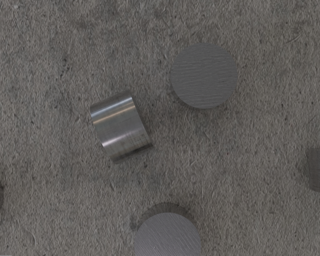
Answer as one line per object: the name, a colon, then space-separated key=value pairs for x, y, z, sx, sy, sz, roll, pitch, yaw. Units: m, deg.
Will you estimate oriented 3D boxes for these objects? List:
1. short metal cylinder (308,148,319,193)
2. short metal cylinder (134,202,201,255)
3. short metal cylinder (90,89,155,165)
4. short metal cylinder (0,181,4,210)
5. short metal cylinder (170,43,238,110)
short metal cylinder: x=0.229 y=0.052 z=0.384 sx=0.081 sy=0.080 sz=0.050 roll=-1 pitch=90 yaw=0
short metal cylinder: x=0.009 y=0.141 z=0.397 sx=0.081 sy=0.050 sz=0.080 roll=0 pitch=90 yaw=0
short metal cylinder: x=-0.045 y=-0.001 z=0.382 sx=0.050 sy=0.080 sz=0.080 roll=-23 pitch=90 yaw=0
short metal cylinder: x=-0.252 y=0.092 z=0.395 sx=0.081 sy=0.050 sz=0.080 roll=0 pitch=90 yaw=0
short metal cylinder: x=0.053 y=-0.063 z=0.398 sx=0.081 sy=0.050 sz=0.080 roll=0 pitch=90 yaw=0
